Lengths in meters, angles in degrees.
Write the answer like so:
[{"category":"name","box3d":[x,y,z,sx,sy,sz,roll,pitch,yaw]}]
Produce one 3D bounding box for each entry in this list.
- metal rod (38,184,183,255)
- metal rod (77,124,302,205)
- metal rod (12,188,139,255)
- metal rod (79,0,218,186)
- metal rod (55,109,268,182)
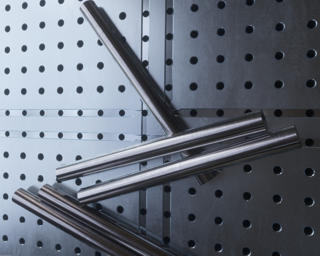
[{"category":"metal rod","box3d":[-0.044,0.150,0.427,0.301,0.025,0.025,22,97,18]},{"category":"metal rod","box3d":[0.015,0.054,0.383,0.300,0.025,0.025,-20,84,27]},{"category":"metal rod","box3d":[-0.091,0.160,0.443,0.301,0.025,0.025,22,97,18]},{"category":"metal rod","box3d":[-0.022,-0.055,0.419,0.025,0.025,0.299,-38,78,16]},{"category":"metal rod","box3d":[-0.018,0.030,0.396,0.300,0.025,0.025,-16,85,27]}]
